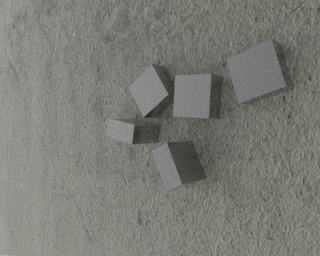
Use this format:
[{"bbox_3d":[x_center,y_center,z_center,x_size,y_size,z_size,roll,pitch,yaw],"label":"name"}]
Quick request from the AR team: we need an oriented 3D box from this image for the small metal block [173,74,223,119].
[{"bbox_3d":[0.044,-0.037,0.368,0.050,0.025,0.050,5,93,40],"label":"small metal block"}]

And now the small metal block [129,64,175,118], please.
[{"bbox_3d":[-0.008,-0.048,0.412,0.050,0.025,0.050,-41,65,32],"label":"small metal block"}]

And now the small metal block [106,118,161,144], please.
[{"bbox_3d":[-0.036,0.004,0.418,0.050,0.050,0.025,13,99,39],"label":"small metal block"}]

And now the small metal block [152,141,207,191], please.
[{"bbox_3d":[0.023,0.044,0.369,0.025,0.050,0.050,-31,71,36],"label":"small metal block"}]

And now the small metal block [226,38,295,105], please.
[{"bbox_3d":[0.103,-0.056,0.320,0.050,0.025,0.050,-21,77,38],"label":"small metal block"}]
